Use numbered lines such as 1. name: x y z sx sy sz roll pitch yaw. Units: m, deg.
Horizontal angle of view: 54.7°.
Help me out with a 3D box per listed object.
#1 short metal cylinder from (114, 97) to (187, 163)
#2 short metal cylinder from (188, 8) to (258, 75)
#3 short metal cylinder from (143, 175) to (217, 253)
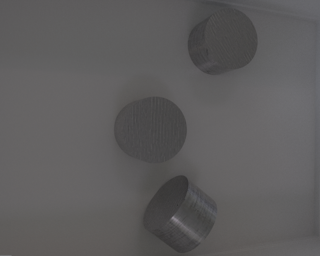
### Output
1. short metal cylinder: -0.013 0.002 0.392 0.081 0.050 0.080 0 90 -20
2. short metal cylinder: 0.086 -0.117 0.428 0.081 0.050 0.080 0 90 -20
3. short metal cylinder: 0.025 0.107 0.390 0.050 0.080 0.080 41 77 -16
